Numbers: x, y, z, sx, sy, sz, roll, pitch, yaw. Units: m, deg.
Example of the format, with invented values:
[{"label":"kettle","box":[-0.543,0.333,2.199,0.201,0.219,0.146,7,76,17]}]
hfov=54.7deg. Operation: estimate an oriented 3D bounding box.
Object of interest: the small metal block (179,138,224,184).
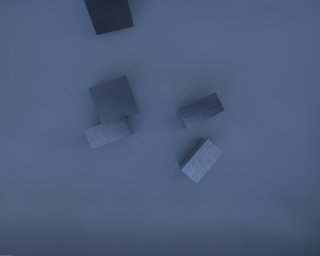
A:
[{"label":"small metal block","box":[0.051,0.040,0.400,0.025,0.050,0.050,41,90,-1]}]

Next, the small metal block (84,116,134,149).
[{"label":"small metal block","box":[-0.063,0.005,0.398,0.050,0.050,0.025,-20,90,0]}]

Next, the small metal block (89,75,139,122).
[{"label":"small metal block","box":[-0.060,-0.036,0.411,0.050,0.025,0.050,-20,90,-1]}]

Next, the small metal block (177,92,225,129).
[{"label":"small metal block","box":[0.050,-0.021,0.400,0.050,0.050,0.025,-26,90,0]}]

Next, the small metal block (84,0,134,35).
[{"label":"small metal block","box":[-0.065,-0.152,0.396,0.050,0.050,0.025,-14,52,0]}]
